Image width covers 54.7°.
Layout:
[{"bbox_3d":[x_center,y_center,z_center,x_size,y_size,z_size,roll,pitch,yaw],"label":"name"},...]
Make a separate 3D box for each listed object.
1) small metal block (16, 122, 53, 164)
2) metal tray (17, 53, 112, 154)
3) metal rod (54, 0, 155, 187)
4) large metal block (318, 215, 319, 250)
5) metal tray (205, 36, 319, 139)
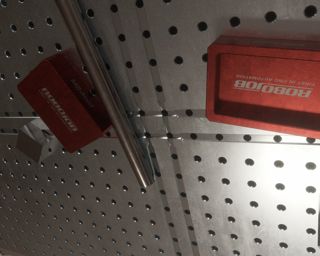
[{"bbox_3d":[-0.219,0.026,0.540,0.050,0.025,0.050,34,129,5],"label":"small metal block"},{"bbox_3d":[-0.141,-0.033,0.460,0.090,0.030,0.130,-27,104,37],"label":"metal tray"},{"bbox_3d":[-0.071,-0.047,0.417,0.025,0.025,0.299,-8,115,31],"label":"metal rod"},{"bbox_3d":[0.241,0.141,0.355,0.080,0.050,0.080,-25,105,36],"label":"large metal block"},{"bbox_3d":[0.115,-0.043,0.320,0.130,0.030,0.089,11,123,22],"label":"metal tray"}]
